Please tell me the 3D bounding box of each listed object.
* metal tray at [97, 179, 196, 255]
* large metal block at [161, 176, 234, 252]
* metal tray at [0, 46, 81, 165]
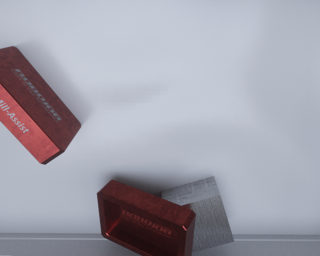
[{"bbox_3d":[-0.021,0.131,0.418,0.130,0.030,0.089,16,124,23],"label":"metal tray"},{"bbox_3d":[0.053,0.126,0.445,0.080,0.050,0.080,-17,110,6],"label":"large metal block"},{"bbox_3d":[-0.155,-0.030,0.363,0.030,0.090,0.130,-33,107,11],"label":"metal tray"}]
